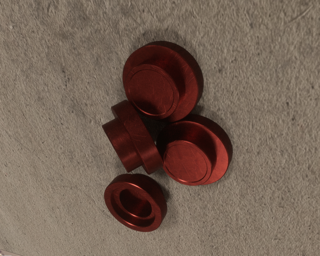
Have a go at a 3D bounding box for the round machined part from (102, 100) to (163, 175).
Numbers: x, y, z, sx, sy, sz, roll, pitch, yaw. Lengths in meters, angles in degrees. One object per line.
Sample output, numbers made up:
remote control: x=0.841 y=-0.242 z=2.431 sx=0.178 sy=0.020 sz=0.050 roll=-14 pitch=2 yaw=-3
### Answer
round machined part: x=-0.039 y=0.017 z=0.390 sx=0.098 sy=0.042 sz=0.098 roll=58 pitch=170 yaw=17

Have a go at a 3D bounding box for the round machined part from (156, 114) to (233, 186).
round machined part: x=0.039 y=0.035 z=0.396 sx=0.098 sy=0.042 sz=0.097 roll=13 pitch=124 yaw=20

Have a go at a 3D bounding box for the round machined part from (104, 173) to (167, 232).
round machined part: x=-0.033 y=0.110 z=0.480 sx=0.098 sy=0.042 sz=0.097 roll=13 pitch=124 yaw=20

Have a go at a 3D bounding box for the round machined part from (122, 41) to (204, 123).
round machined part: x=-0.002 y=-0.049 z=0.365 sx=0.098 sy=0.042 sz=0.097 roll=13 pitch=124 yaw=20
